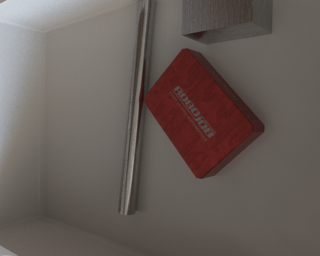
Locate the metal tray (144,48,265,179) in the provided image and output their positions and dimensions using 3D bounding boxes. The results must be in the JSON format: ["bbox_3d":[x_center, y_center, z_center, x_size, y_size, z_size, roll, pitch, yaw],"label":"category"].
[{"bbox_3d":[0.045,-0.018,0.365,0.090,0.030,0.130,-49,62,28],"label":"metal tray"}]

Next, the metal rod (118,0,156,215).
[{"bbox_3d":[-0.033,-0.028,0.431,0.025,0.025,0.298,10,96,39],"label":"metal rod"}]

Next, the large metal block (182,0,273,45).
[{"bbox_3d":[0.071,-0.140,0.330,0.080,0.050,0.079,2,92,39],"label":"large metal block"}]
